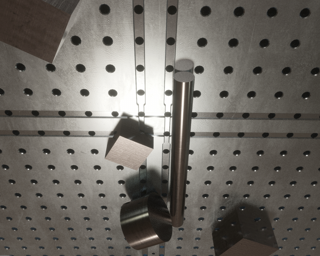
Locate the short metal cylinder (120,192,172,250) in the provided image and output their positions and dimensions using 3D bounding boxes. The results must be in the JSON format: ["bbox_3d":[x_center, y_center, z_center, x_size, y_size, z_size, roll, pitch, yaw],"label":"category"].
[{"bbox_3d":[-0.021,0.151,0.504,0.050,0.080,0.080,-24,126,19],"label":"short metal cylinder"}]

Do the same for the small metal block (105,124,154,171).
[{"bbox_3d":[-0.043,0.028,0.435,0.050,0.025,0.050,23,126,-19],"label":"small metal block"}]

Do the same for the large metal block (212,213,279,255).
[{"bbox_3d":[0.157,0.211,0.578,0.080,0.050,0.080,22,126,-19],"label":"large metal block"}]

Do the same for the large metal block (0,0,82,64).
[{"bbox_3d":[-0.118,-0.114,0.277,0.080,0.080,0.050,23,126,-19],"label":"large metal block"}]

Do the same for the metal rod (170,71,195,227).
[{"bbox_3d":[0.029,0.054,0.457,0.025,0.025,0.298,-1,130,0],"label":"metal rod"}]
